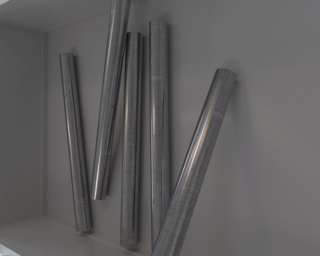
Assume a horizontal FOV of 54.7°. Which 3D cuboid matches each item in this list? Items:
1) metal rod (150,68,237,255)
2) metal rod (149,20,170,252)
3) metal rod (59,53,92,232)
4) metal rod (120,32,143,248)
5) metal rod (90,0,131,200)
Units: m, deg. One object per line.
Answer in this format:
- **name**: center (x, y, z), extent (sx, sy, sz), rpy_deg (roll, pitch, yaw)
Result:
- **metal rod**: center (0.022, 0.073, 0.303), extent (0.025, 0.025, 0.300), rpy_deg (6, 67, 40)
- **metal rod**: center (0.000, 0.011, 0.407), extent (0.025, 0.025, 0.298), rpy_deg (-1, 89, 40)
- **metal rod**: center (-0.144, 0.020, 0.525), extent (0.025, 0.025, 0.298), rpy_deg (-12, 82, 39)
- **metal rod**: center (-0.040, 0.017, 0.440), extent (0.025, 0.025, 0.298), rpy_deg (3, 92, 40)
- **metal rod**: center (-0.074, -0.034, 0.448), extent (0.025, 0.025, 0.298), rpy_deg (22, 110, 38)
